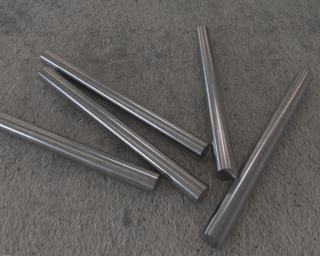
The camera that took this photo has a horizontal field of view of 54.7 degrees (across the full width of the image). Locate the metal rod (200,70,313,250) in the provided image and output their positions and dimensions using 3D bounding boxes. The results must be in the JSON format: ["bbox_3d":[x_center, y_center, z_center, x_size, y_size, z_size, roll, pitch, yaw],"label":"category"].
[{"bbox_3d":[0.135,0.018,0.388,0.025,0.025,0.301,27,55,21],"label":"metal rod"}]

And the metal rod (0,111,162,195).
[{"bbox_3d":[-0.140,0.016,0.388,0.301,0.025,0.025,19,53,15],"label":"metal rod"}]

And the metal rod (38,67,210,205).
[{"bbox_3d":[-0.063,-0.004,0.405,0.300,0.025,0.025,35,58,26],"label":"metal rod"}]

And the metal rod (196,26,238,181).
[{"bbox_3d":[0.074,-0.059,0.444,0.025,0.025,0.300,0,47,0],"label":"metal rod"}]

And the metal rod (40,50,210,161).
[{"bbox_3d":[-0.063,-0.042,0.437,0.300,0.025,0.025,31,57,23],"label":"metal rod"}]
